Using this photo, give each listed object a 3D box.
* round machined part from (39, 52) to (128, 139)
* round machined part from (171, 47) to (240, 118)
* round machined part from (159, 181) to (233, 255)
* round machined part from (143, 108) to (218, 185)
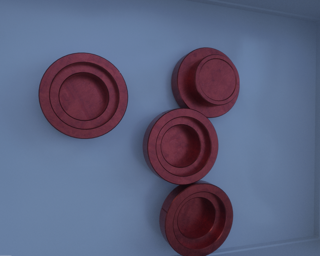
[{"bbox_3d":[-0.091,-0.036,0.368,0.099,0.042,0.097,0,90,-20],"label":"round machined part"},{"bbox_3d":[0.069,-0.063,0.424,0.099,0.042,0.097,1,87,-21],"label":"round machined part"},{"bbox_3d":[0.045,0.118,0.416,0.099,0.042,0.097,-2,94,-21],"label":"round machined part"},{"bbox_3d":[0.024,0.023,0.410,0.099,0.042,0.097,0,90,-20],"label":"round machined part"}]
